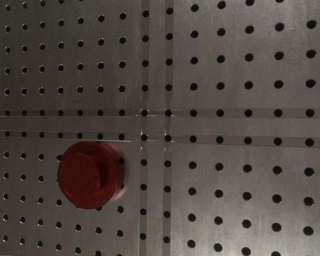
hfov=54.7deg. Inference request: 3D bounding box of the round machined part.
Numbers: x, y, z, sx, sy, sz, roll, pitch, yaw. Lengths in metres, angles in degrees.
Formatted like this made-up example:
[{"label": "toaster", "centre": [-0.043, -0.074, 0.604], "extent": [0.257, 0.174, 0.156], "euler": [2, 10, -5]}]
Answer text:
[{"label": "round machined part", "centre": [-0.105, 0.067, 0.439], "extent": [0.098, 0.042, 0.097], "euler": [0, 90, 19]}]
